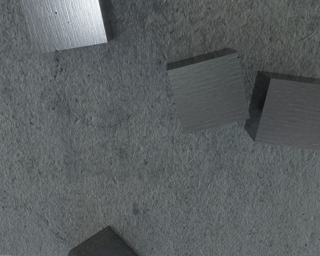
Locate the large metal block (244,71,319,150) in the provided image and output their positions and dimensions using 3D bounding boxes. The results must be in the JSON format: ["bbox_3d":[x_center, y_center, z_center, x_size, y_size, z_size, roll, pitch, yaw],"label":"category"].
[{"bbox_3d":[0.160,-0.023,0.389,0.081,0.050,0.079,7,110,-3],"label":"large metal block"}]

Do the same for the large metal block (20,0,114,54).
[{"bbox_3d":[-0.103,-0.132,0.347,0.080,0.050,0.079,-9,110,3],"label":"large metal block"}]

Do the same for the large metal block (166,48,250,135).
[{"bbox_3d":[0.057,-0.046,0.380,0.080,0.050,0.080,-14,110,5],"label":"large metal block"}]

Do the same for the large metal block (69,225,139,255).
[{"bbox_3d":[-0.087,0.211,0.473,0.080,0.050,0.080,-35,107,12],"label":"large metal block"}]
